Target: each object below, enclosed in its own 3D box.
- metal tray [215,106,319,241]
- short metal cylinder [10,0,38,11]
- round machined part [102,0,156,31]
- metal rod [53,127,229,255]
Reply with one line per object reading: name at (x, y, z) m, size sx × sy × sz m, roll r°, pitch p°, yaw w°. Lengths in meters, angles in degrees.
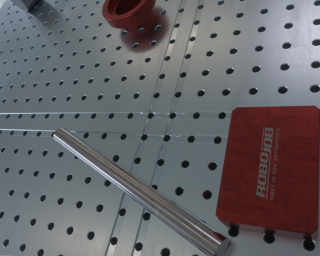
metal tray at (0.114, 0.040, 0.320) m, size 0.090 × 0.030 × 0.130 m, roll 1°, pitch 62°, yaw 28°
short metal cylinder at (-0.341, -0.333, 0.756) m, size 0.080 × 0.080 × 0.050 m, roll 27°, pitch 77°, yaw 37°
round machined part at (-0.051, -0.215, 0.556) m, size 0.098 × 0.042 × 0.098 m, roll -13°, pitch 56°, yaw 21°
metal rod at (-0.047, 0.065, 0.393) m, size 0.300 × 0.025 × 0.025 m, roll 27°, pitch 76°, yaw 37°
